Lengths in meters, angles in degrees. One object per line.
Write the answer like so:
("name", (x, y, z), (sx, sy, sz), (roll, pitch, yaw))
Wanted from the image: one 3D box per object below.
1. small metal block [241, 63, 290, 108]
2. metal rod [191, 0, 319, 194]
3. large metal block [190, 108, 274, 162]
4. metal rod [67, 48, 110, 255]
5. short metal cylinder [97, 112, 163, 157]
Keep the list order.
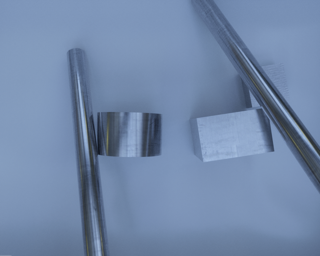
("small metal block", (0.139, -0.056, 0.413), (0.050, 0.025, 0.050), (-11, 90, -1))
("metal rod", (0.110, -0.052, 0.347), (0.025, 0.025, 0.299), (-25, 63, 0))
("large metal block", (0.084, 0.007, 0.385), (0.081, 0.080, 0.050), (-9, 90, 0))
("metal rod", (-0.083, 0.037, 0.354), (0.025, 0.025, 0.299), (-11, 67, 0))
("short metal cylinder", (-0.037, 0.007, 0.383), (0.081, 0.080, 0.050), (1, 90, -1))
